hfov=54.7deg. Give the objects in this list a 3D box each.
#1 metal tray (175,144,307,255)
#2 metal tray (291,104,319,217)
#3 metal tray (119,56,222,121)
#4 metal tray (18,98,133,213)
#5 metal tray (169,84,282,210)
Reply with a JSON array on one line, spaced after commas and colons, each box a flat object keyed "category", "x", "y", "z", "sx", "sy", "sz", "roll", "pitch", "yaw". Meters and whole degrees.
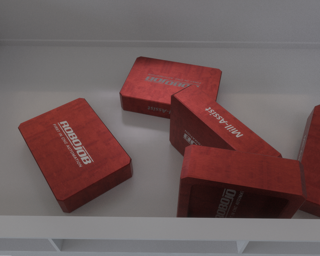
[{"category": "metal tray", "x": 0.062, "y": 0.070, "z": 0.278, "sx": 0.090, "sy": 0.129, "sz": 0.030, "roll": 8, "pitch": 51, "yaw": 7}, {"category": "metal tray", "x": 0.208, "y": 0.042, "z": 0.355, "sx": 0.090, "sy": 0.030, "sz": 0.130, "roll": 20, "pitch": 62, "yaw": 16}, {"category": "metal tray", "x": 0.018, "y": -0.056, "z": 0.449, "sx": 0.131, "sy": 0.030, "sz": 0.090, "roll": 11, "pitch": 51, "yaw": 9}, {"category": "metal tray", "x": -0.104, "y": 0.026, "z": 0.379, "sx": 0.091, "sy": 0.030, "sz": 0.130, "roll": -28, "pitch": 56, "yaw": -22}, {"category": "metal tray", "x": 0.063, "y": 0.022, "z": 0.344, "sx": 0.030, "sy": 0.090, "sz": 0.130, "roll": -31, "pitch": 57, "yaw": -23}]
